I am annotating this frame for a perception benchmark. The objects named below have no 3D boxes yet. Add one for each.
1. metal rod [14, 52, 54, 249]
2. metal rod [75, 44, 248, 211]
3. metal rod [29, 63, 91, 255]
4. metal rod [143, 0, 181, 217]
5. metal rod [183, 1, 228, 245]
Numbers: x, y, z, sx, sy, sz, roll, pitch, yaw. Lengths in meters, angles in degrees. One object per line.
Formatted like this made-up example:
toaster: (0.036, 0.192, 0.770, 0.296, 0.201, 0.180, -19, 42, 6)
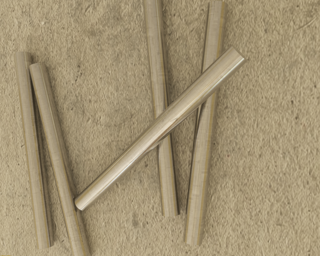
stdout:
metal rod: (-0.194, 0.032, 0.477, 0.025, 0.025, 0.298, -9, 87, 20)
metal rod: (-0.014, 0.015, 0.388, 0.299, 0.025, 0.025, -44, 76, 24)
metal rod: (-0.150, 0.049, 0.461, 0.025, 0.025, 0.298, -17, 84, 19)
metal rod: (0.001, -0.036, 0.408, 0.025, 0.025, 0.298, -6, 88, 20)
metal rod: (0.056, -0.004, 0.388, 0.025, 0.025, 0.298, 7, 92, 20)
